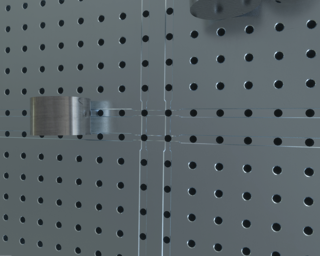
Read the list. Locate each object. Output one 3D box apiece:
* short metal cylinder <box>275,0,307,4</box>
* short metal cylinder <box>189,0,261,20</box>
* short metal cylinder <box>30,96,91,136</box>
[{"bbox_3d":[0.152,-0.189,0.346,0.080,0.050,0.079,0,90,19],"label":"short metal cylinder"},{"bbox_3d":[0.073,-0.165,0.357,0.080,0.080,0.050,-5,89,19],"label":"short metal cylinder"},{"bbox_3d":[-0.137,-0.015,0.430,0.080,0.080,0.050,0,90,19],"label":"short metal cylinder"}]
